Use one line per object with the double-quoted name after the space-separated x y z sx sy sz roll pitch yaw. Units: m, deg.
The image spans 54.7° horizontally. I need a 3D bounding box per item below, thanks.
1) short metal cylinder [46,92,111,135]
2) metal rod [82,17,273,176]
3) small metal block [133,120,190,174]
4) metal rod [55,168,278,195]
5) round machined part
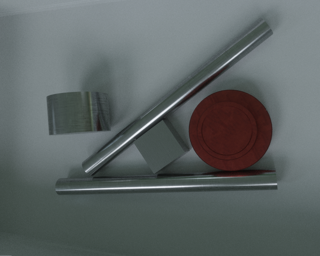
-0.109 -0.018 0.417 0.080 0.080 0.050 -5 89 19 "short metal cylinder"
0.012 -0.031 0.404 0.300 0.025 0.025 -38 78 15 "metal rod"
0.002 0.024 0.407 0.050 0.025 0.050 -37 79 16 "small metal block"
-0.006 0.073 0.410 0.301 0.025 0.025 -6 88 19 "metal rod"
0.082 0.003 0.369 0.098 0.042 0.097 0 90 19 "round machined part"
